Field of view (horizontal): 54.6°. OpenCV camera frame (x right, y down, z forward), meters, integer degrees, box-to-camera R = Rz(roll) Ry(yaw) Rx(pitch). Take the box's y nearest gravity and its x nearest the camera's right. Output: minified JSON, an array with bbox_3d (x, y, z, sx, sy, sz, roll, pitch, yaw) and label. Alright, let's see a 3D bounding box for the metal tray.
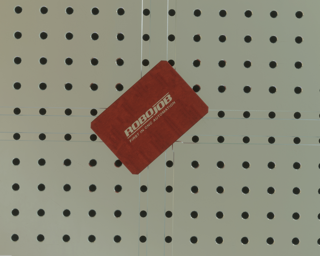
[{"bbox_3d":[-0.013,-0.014,0.411,0.130,0.030,0.090,-42,90,0],"label":"metal tray"}]
